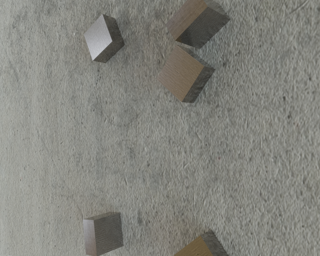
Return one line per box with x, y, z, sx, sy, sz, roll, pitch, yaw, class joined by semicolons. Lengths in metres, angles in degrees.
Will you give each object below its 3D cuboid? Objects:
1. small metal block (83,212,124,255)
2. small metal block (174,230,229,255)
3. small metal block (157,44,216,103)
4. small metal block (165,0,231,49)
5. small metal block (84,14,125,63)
-0.083;0.155;0.458;0.025;0.050;0.050;-10;84;40;small metal block
0.052;0.157;0.362;0.050;0.025;0.050;-49;61;29;small metal block
0.031;-0.066;0.380;0.050;0.025;0.050;46;118;30;small metal block
0.044;-0.121;0.353;0.050;0.050;0.025;-41;65;32;small metal block
-0.086;-0.136;0.476;0.050;0.025;0.050;-33;70;35;small metal block
